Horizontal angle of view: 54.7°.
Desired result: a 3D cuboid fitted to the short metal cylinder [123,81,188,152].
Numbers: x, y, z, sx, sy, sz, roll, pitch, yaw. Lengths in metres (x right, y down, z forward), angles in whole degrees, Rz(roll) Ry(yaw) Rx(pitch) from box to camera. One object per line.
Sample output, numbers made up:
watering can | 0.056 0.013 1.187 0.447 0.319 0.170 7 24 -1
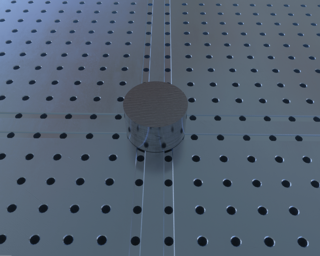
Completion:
short metal cylinder | -0.006 -0.015 0.404 0.081 0.050 0.080 0 50 0
